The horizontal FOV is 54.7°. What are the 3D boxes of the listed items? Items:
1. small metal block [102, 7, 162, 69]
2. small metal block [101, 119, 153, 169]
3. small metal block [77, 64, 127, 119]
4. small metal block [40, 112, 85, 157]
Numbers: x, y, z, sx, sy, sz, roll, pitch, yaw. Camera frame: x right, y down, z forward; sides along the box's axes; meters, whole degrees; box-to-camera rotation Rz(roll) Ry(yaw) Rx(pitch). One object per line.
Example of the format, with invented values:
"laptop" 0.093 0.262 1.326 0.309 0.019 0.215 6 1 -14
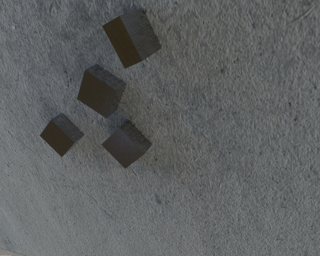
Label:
"small metal block" -0.029 -0.101 0.344 0.025 0.050 0.050 -16 110 34
"small metal block" -0.048 0.024 0.447 0.050 0.025 0.050 46 129 -5
"small metal block" -0.079 -0.049 0.418 0.050 0.025 0.050 33 129 6
"small metal block" -0.157 0.012 0.497 0.050 0.025 0.050 46 129 -4
